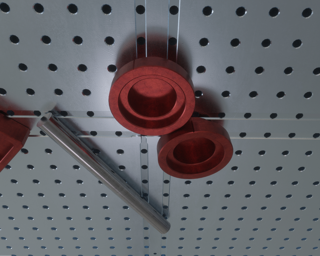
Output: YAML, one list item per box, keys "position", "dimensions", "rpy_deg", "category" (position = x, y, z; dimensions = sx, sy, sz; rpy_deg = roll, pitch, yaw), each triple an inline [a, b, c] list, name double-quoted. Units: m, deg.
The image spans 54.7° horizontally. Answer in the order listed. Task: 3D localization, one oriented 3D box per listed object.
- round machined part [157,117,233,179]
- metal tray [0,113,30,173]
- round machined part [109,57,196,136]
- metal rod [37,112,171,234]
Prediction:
- position: [0.045, 0.023, 0.416]
  dimensions: [0.099, 0.042, 0.097]
  rpy_deg: [-4, 136, -3]
  category: "round machined part"
- position: [-0.255, 0.004, 0.409]
  dimensions: [0.130, 0.030, 0.090]
  rpy_deg: [35, 122, -26]
  category: "metal tray"
- position: [-0.009, -0.041, 0.366]
  dimensions: [0.099, 0.042, 0.097]
  rpy_deg: [0, 130, 0]
  category: "round machined part"
- position: [-0.071, 0.086, 0.483]
  dimensions: [0.025, 0.025, 0.300]
  rpy_deg: [-26, 126, 20]
  category: "metal rod"
